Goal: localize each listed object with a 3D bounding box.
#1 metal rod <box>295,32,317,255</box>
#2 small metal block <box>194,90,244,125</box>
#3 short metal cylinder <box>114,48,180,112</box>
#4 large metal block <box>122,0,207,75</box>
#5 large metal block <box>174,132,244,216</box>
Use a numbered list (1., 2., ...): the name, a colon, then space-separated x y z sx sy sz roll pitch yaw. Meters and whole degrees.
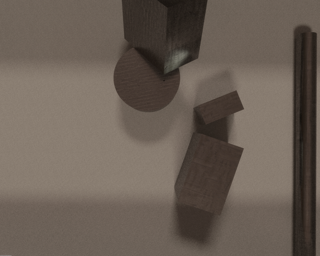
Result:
1. metal rod: 0.195 0.025 0.414 0.025 0.025 0.298 0 90 -1
2. small metal block: 0.074 -0.025 0.400 0.050 0.050 0.025 -22 90 0
3. short metal cylinder: -0.016 -0.061 0.399 0.081 0.050 0.079 0 90 -1
4. large metal block: 0.002 -0.120 0.340 0.050 0.080 0.080 -29 58 -23
5. large metal block: 0.057 0.052 0.385 0.050 0.080 0.080 19 90 0
